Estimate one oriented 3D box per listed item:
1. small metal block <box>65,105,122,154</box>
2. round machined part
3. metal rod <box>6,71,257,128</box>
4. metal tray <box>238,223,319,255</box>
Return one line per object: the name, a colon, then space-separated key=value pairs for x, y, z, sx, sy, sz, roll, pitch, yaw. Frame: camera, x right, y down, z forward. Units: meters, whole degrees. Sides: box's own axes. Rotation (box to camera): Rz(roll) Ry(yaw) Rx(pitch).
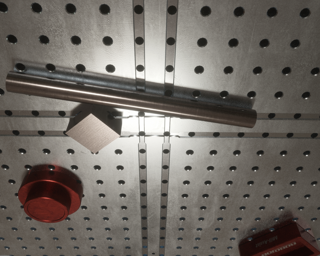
small metal block: x=-0.087 y=0.001 z=0.411 sx=0.050 sy=0.025 sz=0.050 roll=-33 pitch=123 yaw=25
round machined part: x=-0.177 y=0.116 z=0.497 sx=0.099 sy=0.042 sz=0.097 roll=-1 pitch=130 yaw=0
metal rod: x=-0.028 y=-0.033 z=0.382 sx=0.302 sy=0.025 sz=0.025 roll=8 pitch=130 yaw=-8
metal tray: x=0.237 y=0.245 z=0.620 sx=0.130 sy=0.030 sz=0.090 roll=-36 pitch=122 yaw=26
